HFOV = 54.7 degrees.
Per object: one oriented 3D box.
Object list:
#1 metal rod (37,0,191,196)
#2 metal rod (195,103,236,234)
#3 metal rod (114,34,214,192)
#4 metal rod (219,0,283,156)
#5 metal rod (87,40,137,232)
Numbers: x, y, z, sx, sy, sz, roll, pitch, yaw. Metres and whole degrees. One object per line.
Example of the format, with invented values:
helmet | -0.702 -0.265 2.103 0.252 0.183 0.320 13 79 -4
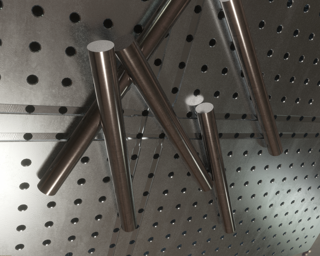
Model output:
metal rod | -0.052 -0.043 0.356 0.025 0.025 0.299 29 102 -38
metal rod | 0.099 0.085 0.520 0.025 0.025 0.299 -27 128 -12
metal rod | 0.020 0.006 0.407 0.025 0.025 0.299 -37 136 -4
metal rod | 0.144 -0.057 0.456 0.025 0.025 0.299 -36 130 -4
metal rod | -0.051 0.037 0.383 0.025 0.025 0.298 -18 133 -18
